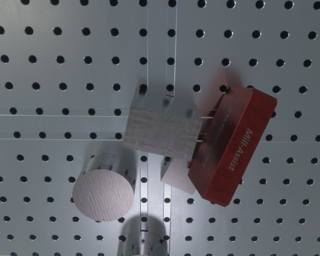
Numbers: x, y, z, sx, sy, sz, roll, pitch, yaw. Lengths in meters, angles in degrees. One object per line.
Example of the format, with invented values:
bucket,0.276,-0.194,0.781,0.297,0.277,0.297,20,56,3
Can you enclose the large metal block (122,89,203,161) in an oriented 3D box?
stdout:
large metal block,0.002,-0.007,0.382,0.081,0.080,0.050,12,110,-5

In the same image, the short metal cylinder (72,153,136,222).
short metal cylinder,-0.074,0.081,0.429,0.081,0.050,0.079,0,110,0

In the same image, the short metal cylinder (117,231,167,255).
short metal cylinder,-0.028,0.209,0.477,0.081,0.050,0.079,0,110,0

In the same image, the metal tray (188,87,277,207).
metal tray,0.081,0.017,0.370,0.030,0.090,0.129,24,95,-8

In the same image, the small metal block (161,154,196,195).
small metal block,0.034,0.059,0.435,0.050,0.025,0.050,25,108,-9
